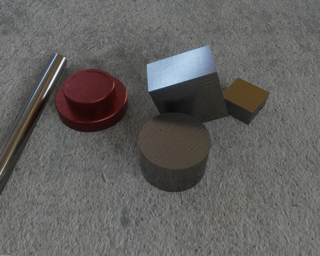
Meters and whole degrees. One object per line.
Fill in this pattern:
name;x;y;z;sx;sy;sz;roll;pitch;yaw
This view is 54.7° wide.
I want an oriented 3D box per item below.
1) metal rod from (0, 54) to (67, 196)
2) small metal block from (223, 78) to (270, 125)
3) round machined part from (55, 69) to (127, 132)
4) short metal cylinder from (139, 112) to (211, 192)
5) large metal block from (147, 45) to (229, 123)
metal rod;-0.178;0.006;0.395;0.025;0.025;0.300;6;50;4
small metal block;0.118;-0.039;0.437;0.050;0.025;0.050;32;57;23
round machined part;-0.095;-0.045;0.429;0.099;0.042;0.098;0;50;0
short metal cylinder;0.016;0.028;0.364;0.081;0.050;0.080;0;50;0
large metal block;0.036;-0.047;0.394;0.080;0.080;0.050;-15;49;12
